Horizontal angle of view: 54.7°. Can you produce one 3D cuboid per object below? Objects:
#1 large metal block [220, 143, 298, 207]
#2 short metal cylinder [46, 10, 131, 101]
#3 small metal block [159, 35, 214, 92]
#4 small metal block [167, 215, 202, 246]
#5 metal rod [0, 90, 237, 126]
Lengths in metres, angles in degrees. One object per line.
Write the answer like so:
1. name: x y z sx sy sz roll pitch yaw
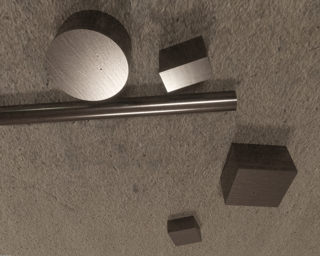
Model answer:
1. large metal block: 0.139 0.070 0.453 0.081 0.050 0.079 4 130 -4
2. short metal cylinder: -0.072 -0.076 0.325 0.081 0.050 0.079 0 130 0
3. small metal block: 0.027 -0.070 0.332 0.050 0.050 0.025 -17 128 13
4. small metal block: 0.045 0.190 0.570 0.050 0.025 0.050 -15 129 12
5. metal rod: -0.059 -0.024 0.385 0.302 0.025 0.025 -4 130 2
